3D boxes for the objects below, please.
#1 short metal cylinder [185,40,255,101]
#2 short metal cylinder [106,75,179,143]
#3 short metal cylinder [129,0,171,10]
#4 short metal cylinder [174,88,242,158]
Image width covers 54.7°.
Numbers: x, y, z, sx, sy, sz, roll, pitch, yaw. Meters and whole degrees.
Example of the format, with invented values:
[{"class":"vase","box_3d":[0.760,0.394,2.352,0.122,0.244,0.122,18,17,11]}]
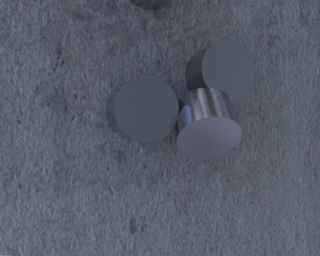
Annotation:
[{"class":"short metal cylinder","box_3d":[0.082,-0.075,0.427,0.081,0.050,0.079,0,90,-21]},{"class":"short metal cylinder","box_3d":[-0.023,-0.022,0.388,0.081,0.050,0.079,0,90,-21]},{"class":"short metal cylinder","box_3d":[-0.007,-0.199,0.394,0.081,0.050,0.079,0,90,-21]},{"class":"short metal cylinder","box_3d":[0.058,-0.005,0.395,0.081,0.079,0.050,12,45,-20]}]
